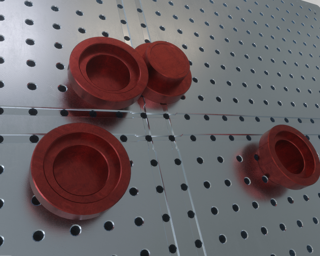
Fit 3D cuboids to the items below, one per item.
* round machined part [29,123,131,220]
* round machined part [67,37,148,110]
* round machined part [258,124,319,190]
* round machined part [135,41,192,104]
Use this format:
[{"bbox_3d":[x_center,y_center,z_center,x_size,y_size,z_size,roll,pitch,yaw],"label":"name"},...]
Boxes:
[{"bbox_3d":[-0.084,0.047,0.323,0.099,0.042,0.098,13,56,-21],"label":"round machined part"},{"bbox_3d":[-0.068,-0.065,0.397,0.099,0.042,0.098,11,59,-18],"label":"round machined part"},{"bbox_3d":[0.189,0.047,0.469,0.099,0.042,0.098,13,56,-21],"label":"round machined part"},{"bbox_3d":[0.004,-0.088,0.452,0.099,0.042,0.098,14,56,-21],"label":"round machined part"}]
